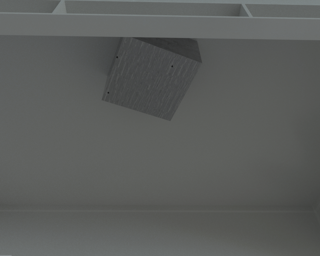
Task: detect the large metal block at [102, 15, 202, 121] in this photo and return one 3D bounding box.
[{"bbox_3d":[-0.011,-0.063,0.339,0.081,0.050,0.079,17,128,-14],"label":"large metal block"}]
